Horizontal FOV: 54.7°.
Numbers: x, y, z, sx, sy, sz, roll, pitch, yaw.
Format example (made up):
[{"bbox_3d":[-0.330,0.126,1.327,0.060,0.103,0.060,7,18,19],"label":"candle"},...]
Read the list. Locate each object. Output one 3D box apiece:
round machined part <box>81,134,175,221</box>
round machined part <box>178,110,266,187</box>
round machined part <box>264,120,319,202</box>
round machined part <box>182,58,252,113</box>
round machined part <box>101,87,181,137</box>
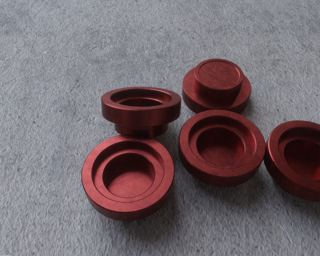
[{"bbox_3d":[-0.033,0.057,0.344,0.099,0.042,0.098,0,50,0],"label":"round machined part"},{"bbox_3d":[0.071,0.027,0.369,0.099,0.042,0.098,0,50,0],"label":"round machined part"},{"bbox_3d":[0.167,0.041,0.356,0.099,0.042,0.098,3,50,-3],"label":"round machined part"},{"bbox_3d":[0.082,-0.063,0.445,0.099,0.042,0.098,0,50,0],"label":"round machined part"},{"bbox_3d":[-0.023,-0.019,0.391,0.099,0.042,0.098,1,23,0],"label":"round machined part"}]
